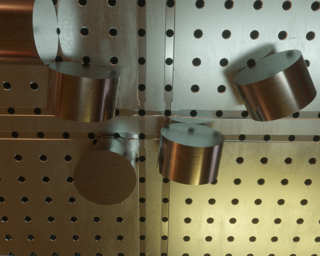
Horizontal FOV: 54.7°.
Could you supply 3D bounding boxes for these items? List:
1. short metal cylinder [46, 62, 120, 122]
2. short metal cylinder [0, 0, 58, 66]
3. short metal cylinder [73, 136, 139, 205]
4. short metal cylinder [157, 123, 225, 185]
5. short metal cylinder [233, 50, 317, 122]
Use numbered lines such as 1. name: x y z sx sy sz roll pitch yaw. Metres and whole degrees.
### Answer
1. short metal cylinder: -0.090 -0.044 0.366 0.081 0.080 0.050 9 110 -4
2. short metal cylinder: -0.150 -0.110 0.342 0.050 0.080 0.079 1 110 -1
3. short metal cylinder: -0.071 0.056 0.420 0.081 0.050 0.079 0 110 -1
4. short metal cylinder: 0.038 0.030 0.396 0.081 0.080 0.050 5 110 -2
5. short metal cylinder: 0.135 -0.051 0.367 0.080 0.080 0.050 -28 108 9
